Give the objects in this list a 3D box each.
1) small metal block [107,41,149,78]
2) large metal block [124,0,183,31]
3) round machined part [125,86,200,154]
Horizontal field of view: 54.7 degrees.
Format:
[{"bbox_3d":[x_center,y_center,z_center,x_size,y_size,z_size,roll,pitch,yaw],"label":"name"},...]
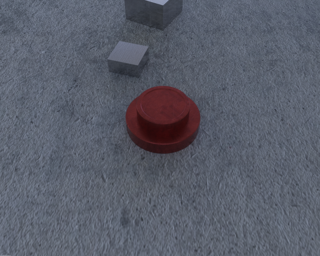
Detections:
[{"bbox_3d":[-0.050,-0.110,0.495,0.050,0.025,0.050,14,51,10],"label":"small metal block"},{"bbox_3d":[-0.010,-0.237,0.586,0.080,0.050,0.080,23,54,18],"label":"large metal block"},{"bbox_3d":[0.004,-0.018,0.407,0.099,0.042,0.098,0,50,0],"label":"round machined part"}]
